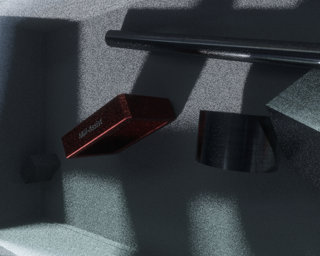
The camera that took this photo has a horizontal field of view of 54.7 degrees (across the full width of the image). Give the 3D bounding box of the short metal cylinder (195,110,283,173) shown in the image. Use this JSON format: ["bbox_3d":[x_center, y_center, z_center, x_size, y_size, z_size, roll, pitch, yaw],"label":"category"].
[{"bbox_3d":[0.077,0.011,0.306,0.080,0.081,0.050,9,96,39],"label":"short metal cylinder"}]

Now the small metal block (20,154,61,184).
[{"bbox_3d":[-0.219,0.074,0.567,0.050,0.050,0.025,-51,60,27],"label":"small metal block"}]

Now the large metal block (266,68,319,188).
[{"bbox_3d":[0.137,0.011,0.234,0.050,0.080,0.080,-37,35,-6],"label":"large metal block"}]

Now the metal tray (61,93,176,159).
[{"bbox_3d":[-0.055,0.001,0.407,0.130,0.091,0.030,-30,71,35],"label":"metal tray"}]

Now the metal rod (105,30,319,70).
[{"bbox_3d":[0.040,-0.099,0.371,0.300,0.025,0.025,17,101,38],"label":"metal rod"}]
